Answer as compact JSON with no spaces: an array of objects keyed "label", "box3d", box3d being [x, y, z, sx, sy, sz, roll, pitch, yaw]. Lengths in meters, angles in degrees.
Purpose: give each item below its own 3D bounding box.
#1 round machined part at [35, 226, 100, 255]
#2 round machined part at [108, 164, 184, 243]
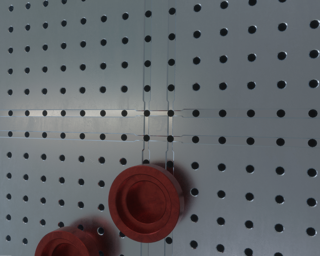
[{"label":"round machined part","box3d":[-0.128,0.191,0.450,0.098,0.042,0.097,0,90,20]},{"label":"round machined part","box3d":[-0.015,0.096,0.409,0.098,0.042,0.097,0,90,20]}]
